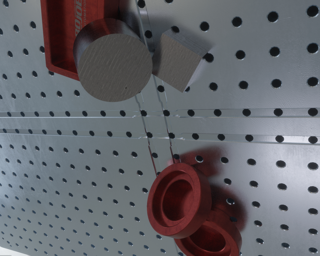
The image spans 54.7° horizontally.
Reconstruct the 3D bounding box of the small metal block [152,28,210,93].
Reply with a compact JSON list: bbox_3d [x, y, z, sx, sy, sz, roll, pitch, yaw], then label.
[{"bbox_3d":[0.020,-0.077,0.353,0.050,0.025,0.050,33,129,6],"label":"small metal block"}]

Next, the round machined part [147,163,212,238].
[{"bbox_3d":[0.031,0.100,0.421,0.098,0.098,0.042,-27,138,37],"label":"round machined part"}]

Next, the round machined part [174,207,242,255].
[{"bbox_3d":[0.072,0.155,0.458,0.098,0.042,0.097,13,124,20],"label":"round machined part"}]

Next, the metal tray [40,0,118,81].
[{"bbox_3d":[-0.100,-0.123,0.384,0.090,0.030,0.129,20,126,16],"label":"metal tray"}]

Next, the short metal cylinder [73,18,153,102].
[{"bbox_3d":[-0.054,-0.076,0.350,0.081,0.050,0.079,-12,129,-15],"label":"short metal cylinder"}]
